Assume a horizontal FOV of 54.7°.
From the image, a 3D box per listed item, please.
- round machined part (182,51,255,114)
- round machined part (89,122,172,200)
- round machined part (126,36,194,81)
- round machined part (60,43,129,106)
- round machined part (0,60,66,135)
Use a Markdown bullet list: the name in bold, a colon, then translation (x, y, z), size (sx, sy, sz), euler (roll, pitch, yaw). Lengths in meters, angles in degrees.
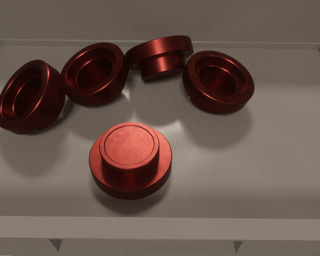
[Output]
- **round machined part**: translation (0.078, -0.059, 0.434), size (0.099, 0.042, 0.098), euler (10, 53, -13)
- **round machined part**: translation (-0.035, 0.031, 0.367), size (0.099, 0.042, 0.098), euler (0, 50, 0)
- **round machined part**: translation (0.002, -0.097, 0.453), size (0.099, 0.098, 0.042), euler (-14, 91, -12)
- **round machined part**: translation (-0.088, -0.071, 0.439), size (0.098, 0.042, 0.098), euler (-10, 55, 16)
- **round machined part**: translation (-0.163, -0.036, 0.403), size (0.098, 0.042, 0.098), euler (-15, 59, 28)
